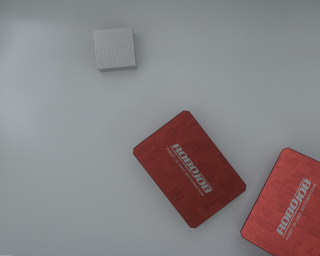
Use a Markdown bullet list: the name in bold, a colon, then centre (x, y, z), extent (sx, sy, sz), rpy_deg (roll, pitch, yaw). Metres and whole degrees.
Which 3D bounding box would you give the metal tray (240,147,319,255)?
- **metal tray**: centre (0.173, 0.102, 0.396), extent (0.090, 0.030, 0.130), rpy_deg (27, 90, 21)

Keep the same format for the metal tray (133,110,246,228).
- **metal tray**: centre (0.038, 0.053, 0.410), extent (0.090, 0.030, 0.130), rpy_deg (-37, 91, -1)

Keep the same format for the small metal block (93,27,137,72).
- **small metal block**: centre (-0.059, -0.103, 0.411), extent (0.050, 0.025, 0.050), rpy_deg (-5, 90, -1)
